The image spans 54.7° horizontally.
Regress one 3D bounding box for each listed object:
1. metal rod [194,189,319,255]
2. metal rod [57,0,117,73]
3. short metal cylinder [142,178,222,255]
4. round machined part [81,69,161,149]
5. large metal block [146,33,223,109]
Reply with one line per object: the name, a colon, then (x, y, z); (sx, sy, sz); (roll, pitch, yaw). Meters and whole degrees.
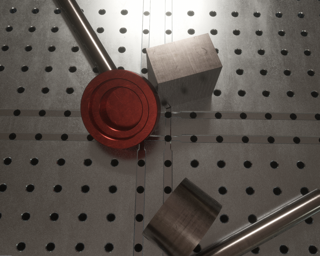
metal rod: (0.065, 0.149, 0.358); (0.302, 0.025, 0.025); (-25, 72, -9)
metal rod: (-0.127, -0.169, 0.471); (0.025, 0.025, 0.299); (-29, 73, -10)
short metal cylinder: (0.025, 0.102, 0.345); (0.050, 0.080, 0.080); (37, 74, 12)
round machined part: (-0.047, -0.025, 0.397); (0.098, 0.042, 0.097); (1, 98, 10)
large metal block: (0.029, -0.071, 0.409); (0.081, 0.080, 0.050); (-16, 71, -6)
